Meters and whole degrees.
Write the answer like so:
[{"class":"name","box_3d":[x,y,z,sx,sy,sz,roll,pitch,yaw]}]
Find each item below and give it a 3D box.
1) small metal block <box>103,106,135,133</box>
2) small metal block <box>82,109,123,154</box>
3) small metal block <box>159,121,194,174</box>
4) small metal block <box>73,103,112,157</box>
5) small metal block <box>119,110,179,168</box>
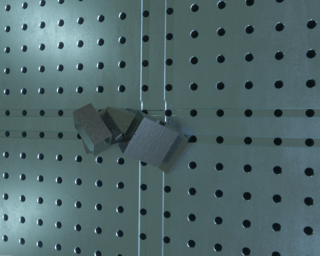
[{"class":"small metal block","box_3d":[-0.041,-0.008,0.413,0.050,0.050,0.025,20,97,18]},{"class":"small metal block","box_3d":[-0.085,0.005,0.441,0.050,0.025,0.050,-20,83,18]},{"class":"small metal block","box_3d":[0.007,0.024,0.409,0.050,0.025,0.050,37,102,16]},{"class":"small metal block","box_3d":[-0.087,0.003,0.399,0.025,0.050,0.050,-30,78,-22]},{"class":"small metal block","box_3d":[-0.014,0.014,0.375,0.050,0.025,0.050,25,101,-27]}]
